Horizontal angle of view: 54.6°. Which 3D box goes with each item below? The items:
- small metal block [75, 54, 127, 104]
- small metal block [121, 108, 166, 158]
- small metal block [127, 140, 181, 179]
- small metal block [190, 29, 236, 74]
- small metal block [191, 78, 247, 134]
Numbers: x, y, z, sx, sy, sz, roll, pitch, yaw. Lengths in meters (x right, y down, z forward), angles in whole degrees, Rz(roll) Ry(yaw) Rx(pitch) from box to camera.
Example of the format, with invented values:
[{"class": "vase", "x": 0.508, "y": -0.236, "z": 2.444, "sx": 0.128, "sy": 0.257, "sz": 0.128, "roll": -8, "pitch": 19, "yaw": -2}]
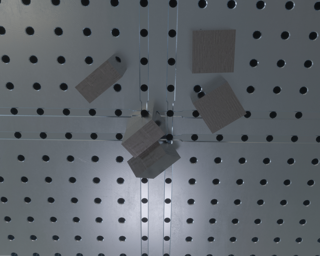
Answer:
[{"class": "small metal block", "x": -0.070, "y": -0.061, "z": 0.377, "sx": 0.050, "sy": 0.050, "sz": 0.025, "roll": -37, "pitch": 106, "yaw": 12}, {"class": "small metal block", "x": -0.020, "y": 0.005, "z": 0.402, "sx": 0.050, "sy": 0.050, "sz": 0.025, "roll": -39, "pitch": 105, "yaw": 13}, {"class": "small metal block", "x": -0.007, "y": 0.042, "z": 0.413, "sx": 0.050, "sy": 0.050, "sz": 0.025, "roll": -39, "pitch": 66, "yaw": 13}, {"class": "small metal block", "x": 0.064, "y": -0.094, "z": 0.379, "sx": 0.050, "sy": 0.025, "sz": 0.050, "roll": -2, "pitch": 110, "yaw": 0}, {"class": "small metal block", "x": 0.076, "y": -0.029, "z": 0.403, "sx": 0.050, "sy": 0.025, "sz": 0.050, "roll": -32, "pitch": 107, "yaw": 11}]
